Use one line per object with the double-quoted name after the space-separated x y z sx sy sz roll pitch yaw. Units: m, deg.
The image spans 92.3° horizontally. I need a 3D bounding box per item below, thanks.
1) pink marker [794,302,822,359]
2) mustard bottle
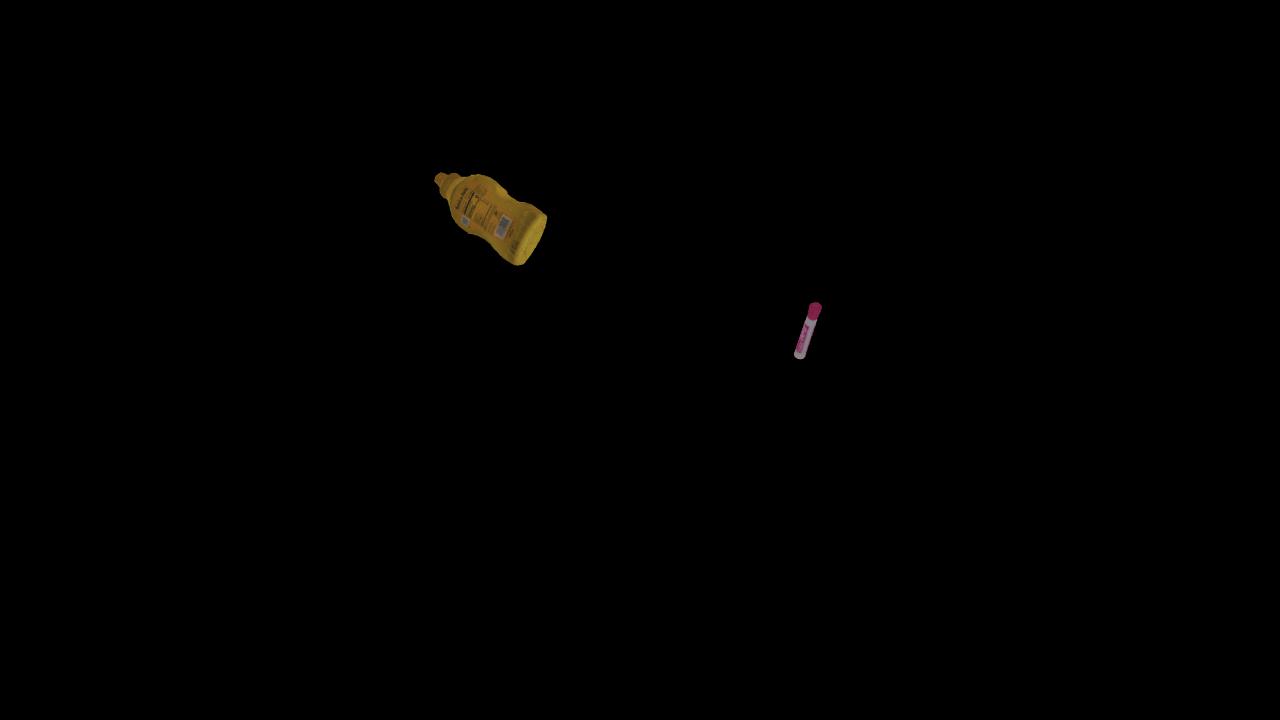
0.266 -0.046 0.974 0.020 0.020 0.121 0 -39 -1 "pink marker"
-0.234 -0.227 0.922 0.184 0.092 0.054 35 26 8 "mustard bottle"
